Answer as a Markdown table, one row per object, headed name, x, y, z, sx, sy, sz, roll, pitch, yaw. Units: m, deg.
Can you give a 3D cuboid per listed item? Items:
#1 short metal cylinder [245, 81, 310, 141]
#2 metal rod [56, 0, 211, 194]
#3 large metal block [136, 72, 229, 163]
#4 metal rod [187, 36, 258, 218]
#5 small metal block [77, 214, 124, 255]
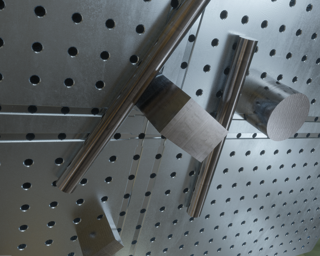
| name | x | y | z | sx | sy | sz | roll | pitch | yaw |
| --- | --- | --- | --- | --- | --- | --- | --- | --- | --- |
| short metal cylinder | 0.180 | -0.026 | 0.477 | 0.081 | 0.050 | 0.079 | -14 | 124 | -21 |
| metal rod | -0.032 | -0.044 | 0.366 | 0.025 | 0.025 | 0.299 | 29 | 102 | -38 |
| large metal block | 0.025 | -0.014 | 0.380 | 0.050 | 0.080 | 0.080 | -49 | 129 | 6 |
| metal rod | 0.086 | 0.014 | 0.466 | 0.025 | 0.025 | 0.298 | -2 | 120 | -27 |
| small metal block | -0.087 | 0.163 | 0.448 | 0.050 | 0.050 | 0.025 | -35 | 129 | -5 |
